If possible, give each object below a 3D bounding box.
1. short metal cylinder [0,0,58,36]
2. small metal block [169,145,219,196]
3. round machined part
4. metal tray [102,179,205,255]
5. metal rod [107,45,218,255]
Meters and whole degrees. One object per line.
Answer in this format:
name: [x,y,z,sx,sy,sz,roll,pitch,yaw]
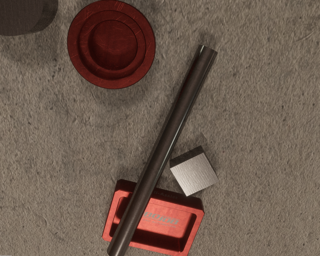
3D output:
short metal cylinder: [-0.161,-0.144,0.341,0.081,0.050,0.079,0,110,-1]
small metal block: [0.047,0.060,0.433,0.050,0.025,0.050,-27,108,9]
round machined part: [-0.054,-0.098,0.364,0.099,0.042,0.097,0,110,-1]
metal tray: [-0.011,0.134,0.456,0.131,0.030,0.089,15,109,-6]
metal rod: [-0.001,0.038,0.401,0.025,0.025,0.298,23,100,-9]
